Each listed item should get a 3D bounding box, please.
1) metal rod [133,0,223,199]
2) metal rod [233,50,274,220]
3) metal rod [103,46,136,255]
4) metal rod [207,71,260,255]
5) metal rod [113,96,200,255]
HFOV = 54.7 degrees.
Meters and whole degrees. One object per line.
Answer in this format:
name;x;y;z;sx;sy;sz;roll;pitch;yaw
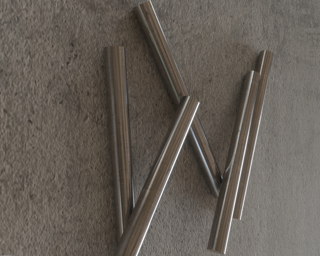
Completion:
metal rod;0.036;-0.026;0.434;0.025;0.025;0.299;-38;113;-33
metal rod;0.157;0.005;0.535;0.025;0.025;0.299;25;75;-38
metal rod;-0.044;0.056;0.367;0.025;0.025;0.298;-6;94;-40
metal rod;0.119;0.037;0.478;0.025;0.025;0.300;37;60;-34
metal rod;-0.017;0.093;0.356;0.025;0.025;0.300;38;66;-34
